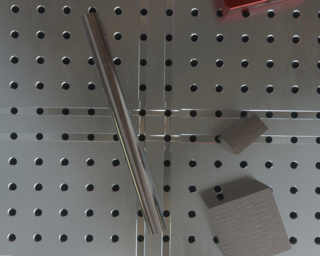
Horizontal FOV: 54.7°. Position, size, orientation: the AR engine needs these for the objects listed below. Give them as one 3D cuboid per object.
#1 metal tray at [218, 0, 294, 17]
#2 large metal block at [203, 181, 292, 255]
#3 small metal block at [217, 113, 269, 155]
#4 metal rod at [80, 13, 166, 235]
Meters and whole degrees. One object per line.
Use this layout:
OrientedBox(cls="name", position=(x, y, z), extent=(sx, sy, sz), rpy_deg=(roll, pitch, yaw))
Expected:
OrientedBox(cls="metal tray", position=(0.138, -0.211, 0.413), extent=(0.131, 0.030, 0.089), rpy_deg=(-14, 90, -1))
OrientedBox(cls="large metal block", position=(0.110, 0.123, 0.402), extent=(0.080, 0.050, 0.080), rpy_deg=(-19, 90, -1))
OrientedBox(cls="small metal block", position=(0.105, 0.008, 0.402), extent=(0.050, 0.050, 0.025), rpy_deg=(-41, 90, 0))
OrientedBox(cls="metal rod", position=(-0.048, -0.006, 0.412), extent=(0.025, 0.025, 0.298), rpy_deg=(-18, 90, 0))
